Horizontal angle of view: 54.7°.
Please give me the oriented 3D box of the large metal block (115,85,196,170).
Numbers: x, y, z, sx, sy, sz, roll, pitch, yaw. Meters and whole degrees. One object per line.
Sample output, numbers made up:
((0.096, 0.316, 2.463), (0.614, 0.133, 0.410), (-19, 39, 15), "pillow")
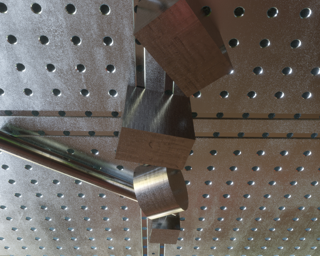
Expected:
((-0.007, -0.002, 0.374), (0.081, 0.080, 0.050), (10, 129, -9), "large metal block")

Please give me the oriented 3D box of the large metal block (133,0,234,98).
((0.022, -0.091, 0.299), (0.050, 0.080, 0.080), (-31, 124, 23), "large metal block")

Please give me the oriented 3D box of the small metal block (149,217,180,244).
((0.008, 0.190, 0.574), (0.050, 0.025, 0.050), (5, 130, -5), "small metal block")

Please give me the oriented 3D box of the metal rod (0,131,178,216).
((-0.098, 0.076, 0.474), (0.302, 0.025, 0.025), (26, 125, -21), "metal rod")

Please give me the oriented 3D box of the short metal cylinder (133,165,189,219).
((0.003, 0.086, 0.449), (0.050, 0.080, 0.080), (-20, 128, 16), "short metal cylinder")
